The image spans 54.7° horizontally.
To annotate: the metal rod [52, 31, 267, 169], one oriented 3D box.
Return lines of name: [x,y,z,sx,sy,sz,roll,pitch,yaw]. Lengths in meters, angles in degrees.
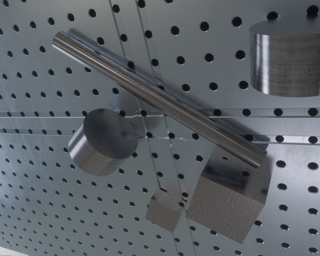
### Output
metal rod: [-0.006,-0.039,0.389,0.301,0.025,0.025,31,128,7]

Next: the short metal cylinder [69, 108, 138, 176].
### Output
short metal cylinder: [-0.078,0.020,0.429,0.080,0.080,0.050,44,129,-2]

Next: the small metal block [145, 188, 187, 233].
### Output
small metal block: [0.009,0.130,0.487,0.050,0.025,0.050,24,127,13]

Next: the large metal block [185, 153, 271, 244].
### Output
large metal block: [0.087,0.092,0.406,0.080,0.050,0.079,23,127,14]

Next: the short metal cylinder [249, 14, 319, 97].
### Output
short metal cylinder: [0.121,-0.066,0.271,0.080,0.080,0.050,5,121,26]
